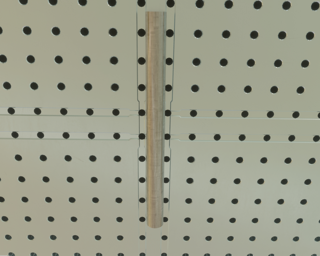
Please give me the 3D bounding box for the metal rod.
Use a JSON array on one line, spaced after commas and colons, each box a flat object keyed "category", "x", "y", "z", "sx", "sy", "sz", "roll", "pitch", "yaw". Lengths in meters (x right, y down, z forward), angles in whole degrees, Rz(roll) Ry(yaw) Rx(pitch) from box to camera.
[{"category": "metal rod", "x": -0.006, "y": 0.003, "z": 0.414, "sx": 0.025, "sy": 0.025, "sz": 0.298, "roll": 0, "pitch": 110, "yaw": -1}]
